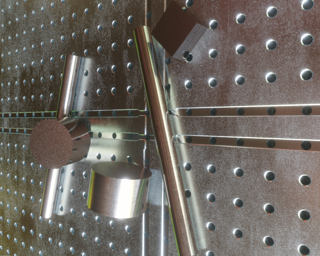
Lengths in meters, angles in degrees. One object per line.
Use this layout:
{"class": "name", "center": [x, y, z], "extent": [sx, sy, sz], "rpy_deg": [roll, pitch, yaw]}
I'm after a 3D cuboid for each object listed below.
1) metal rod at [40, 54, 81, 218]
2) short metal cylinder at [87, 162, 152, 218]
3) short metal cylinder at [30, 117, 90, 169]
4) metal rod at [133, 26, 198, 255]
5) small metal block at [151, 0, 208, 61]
{"class": "metal rod", "center": [-0.179, 0.019, 0.553], "extent": [0.025, 0.025, 0.298], "rpy_deg": [21, 103, 38]}
{"class": "short metal cylinder", "center": [-0.054, 0.080, 0.416], "extent": [0.080, 0.081, 0.050], "rpy_deg": [15, 100, 39]}
{"class": "short metal cylinder", "center": [-0.163, 0.023, 0.508], "extent": [0.080, 0.050, 0.079], "rpy_deg": [2, 97, 19]}
{"class": "metal rod", "center": [0.005, 0.010, 0.403], "extent": [0.025, 0.025, 0.298], "rpy_deg": [-19, 78, 38]}
{"class": "small metal block", "center": [0.023, -0.122, 0.389], "extent": [0.050, 0.025, 0.050], "rpy_deg": [-51, 60, 27]}
